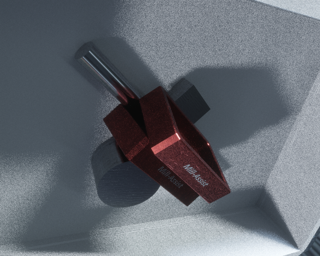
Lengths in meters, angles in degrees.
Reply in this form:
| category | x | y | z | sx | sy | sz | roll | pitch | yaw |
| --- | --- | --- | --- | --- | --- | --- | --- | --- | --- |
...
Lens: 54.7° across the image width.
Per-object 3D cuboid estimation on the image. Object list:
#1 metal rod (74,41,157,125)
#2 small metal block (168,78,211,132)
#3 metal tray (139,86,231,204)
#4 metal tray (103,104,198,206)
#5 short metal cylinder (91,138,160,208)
| category | x | y | z | sx | sy | sz | roll | pitch | yaw |
| --- | --- | --- | --- | --- | --- | --- | --- | --- | --- |
| metal rod | 0.003 | 0.002 | 0.413 | 0.025 | 0.025 | 0.300 | -43 | 130 | 1 |
| small metal block | 0.031 | -0.029 | 0.407 | 0.050 | 0.025 | 0.050 | -42 | 130 | 0 |
| metal tray | 0.031 | 0.022 | 0.364 | 0.030 | 0.090 | 0.130 | -32 | 131 | 14 |
| metal tray | -0.006 | 0.035 | 0.384 | 0.030 | 0.090 | 0.130 | -43 | 130 | 1 |
| short metal cylinder | -0.043 | 0.055 | 0.395 | 0.081 | 0.050 | 0.079 | -11 | 129 | -14 |
